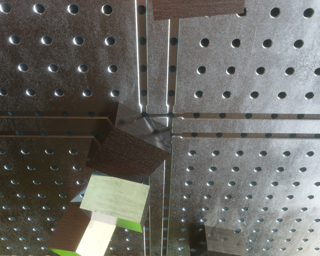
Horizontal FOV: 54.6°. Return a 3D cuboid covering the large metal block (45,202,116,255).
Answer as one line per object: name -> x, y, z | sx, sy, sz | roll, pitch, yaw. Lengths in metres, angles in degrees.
large metal block -> -0.124, 0.167, 0.501 | 0.080, 0.080, 0.050 | -12, 133, 39

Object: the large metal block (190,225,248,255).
large metal block -> 0.111, 0.238, 0.598 | 0.080, 0.050, 0.079 | 13, 129, -11

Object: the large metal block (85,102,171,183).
large metal block -> -0.042, 0.025, 0.416 | 0.080, 0.050, 0.080 | 27, 125, -21

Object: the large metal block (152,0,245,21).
large metal block -> 0.031, -0.146, 0.271 | 0.080, 0.050, 0.080 | -4, 130, 3

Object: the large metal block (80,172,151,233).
large metal block -> -0.059, 0.108, 0.441 | 0.080, 0.050, 0.080 | 13, 154, 5
